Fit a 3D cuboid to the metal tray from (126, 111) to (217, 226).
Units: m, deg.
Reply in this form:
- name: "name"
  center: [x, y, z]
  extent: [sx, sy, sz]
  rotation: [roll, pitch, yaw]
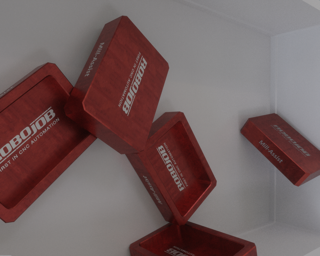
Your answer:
- name: "metal tray"
  center: [0.019, 0.054, 0.419]
  extent: [0.090, 0.030, 0.130]
  rotation: [-42, 116, -32]

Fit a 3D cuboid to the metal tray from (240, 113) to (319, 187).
- name: "metal tray"
  center: [0.211, 0.031, 0.524]
  extent: [0.091, 0.130, 0.030]
  rotation: [-10, 138, -39]

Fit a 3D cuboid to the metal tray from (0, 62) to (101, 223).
- name: "metal tray"
  center: [-0.127, 0.010, 0.296]
  extent: [0.130, 0.030, 0.090]
  rotation: [-49, 119, -29]

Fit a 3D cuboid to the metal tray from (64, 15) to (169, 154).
- name: "metal tray"
  center: [-0.040, -0.047, 0.345]
  extent: [0.090, 0.030, 0.130]
  rotation: [42, 51, -38]

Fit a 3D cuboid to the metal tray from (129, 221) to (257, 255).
- name: "metal tray"
  center: [0.037, 0.153, 0.369]
  extent: [0.091, 0.130, 0.030]
  rotation: [-16, 100, -39]
